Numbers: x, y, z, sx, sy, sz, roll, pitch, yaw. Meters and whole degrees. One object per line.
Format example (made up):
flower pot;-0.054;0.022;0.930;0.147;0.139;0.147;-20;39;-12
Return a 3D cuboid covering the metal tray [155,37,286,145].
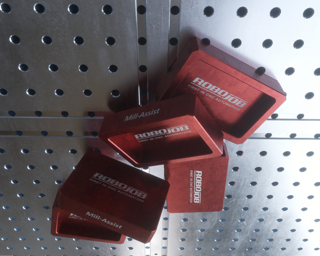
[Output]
metal tray;0.071;-0.039;0.375;0.131;0.030;0.090;23;127;-18

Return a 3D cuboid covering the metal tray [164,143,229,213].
metal tray;0.053;0.080;0.476;0.090;0.030;0.129;-3;130;2

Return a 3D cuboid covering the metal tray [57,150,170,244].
metal tray;-0.059;0.090;0.424;0.130;0.090;0.030;23;128;0

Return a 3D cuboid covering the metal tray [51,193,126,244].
metal tray;-0.119;0.160;0.543;0.131;0.030;0.089;11;129;-10

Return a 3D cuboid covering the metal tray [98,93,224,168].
metal tray;0.002;0.009;0.385;0.130;0.030;0.090;-12;140;29
